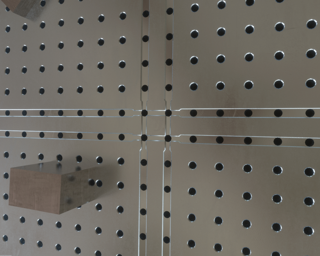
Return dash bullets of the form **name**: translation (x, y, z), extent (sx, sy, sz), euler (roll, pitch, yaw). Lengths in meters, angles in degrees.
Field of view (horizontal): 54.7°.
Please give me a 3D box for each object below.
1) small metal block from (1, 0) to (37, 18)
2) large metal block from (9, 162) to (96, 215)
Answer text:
- **small metal block**: translation (-0.224, -0.213, 0.489), extent (0.050, 0.025, 0.050), euler (45, 104, 14)
- **large metal block**: translation (-0.148, 0.080, 0.434), extent (0.080, 0.080, 0.050), euler (4, 92, 19)
